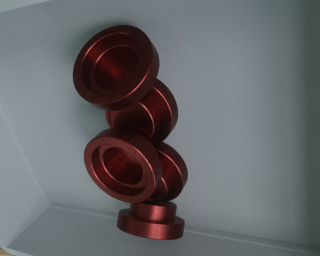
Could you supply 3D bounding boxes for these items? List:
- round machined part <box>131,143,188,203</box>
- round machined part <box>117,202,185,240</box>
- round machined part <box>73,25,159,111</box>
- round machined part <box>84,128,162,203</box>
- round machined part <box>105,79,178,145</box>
[{"bbox_3d":[-0.013,0.068,0.442,0.098,0.042,0.097,13,124,20],"label":"round machined part"},{"bbox_3d":[-0.012,0.129,0.457,0.098,0.098,0.042,6,84,24],"label":"round machined part"},{"bbox_3d":[-0.046,-0.064,0.355,0.098,0.098,0.042,7,164,24],"label":"round machined part"},{"bbox_3d":[-0.042,0.042,0.386,0.098,0.042,0.097,13,124,20],"label":"round machined part"},{"bbox_3d":[-0.030,-0.018,0.398,0.098,0.042,0.097,13,124,20],"label":"round machined part"}]
